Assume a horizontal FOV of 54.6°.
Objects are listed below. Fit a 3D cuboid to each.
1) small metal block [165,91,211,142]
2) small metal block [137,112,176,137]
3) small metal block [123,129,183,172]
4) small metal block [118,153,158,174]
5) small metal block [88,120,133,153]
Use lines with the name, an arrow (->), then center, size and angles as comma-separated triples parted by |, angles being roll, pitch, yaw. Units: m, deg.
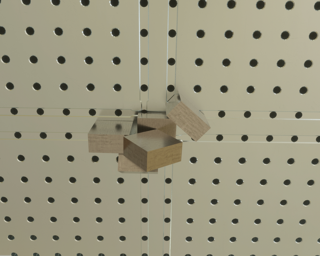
small metal block -> 0.034, -0.016, 0.394 | 0.050, 0.050, 0.025 | 41, 104, -14
small metal block -> -0.005, 0.007, 0.416 | 0.050, 0.025, 0.050 | 1, 110, -2
small metal block -> -0.009, 0.025, 0.372 | 0.050, 0.050, 0.025 | -13, 115, -35
small metal block -> -0.028, 0.047, 0.415 | 0.050, 0.050, 0.025 | 1, 79, 0
small metal block -> -0.062, 0.011, 0.403 | 0.050, 0.050, 0.025 | 2, 111, 0
